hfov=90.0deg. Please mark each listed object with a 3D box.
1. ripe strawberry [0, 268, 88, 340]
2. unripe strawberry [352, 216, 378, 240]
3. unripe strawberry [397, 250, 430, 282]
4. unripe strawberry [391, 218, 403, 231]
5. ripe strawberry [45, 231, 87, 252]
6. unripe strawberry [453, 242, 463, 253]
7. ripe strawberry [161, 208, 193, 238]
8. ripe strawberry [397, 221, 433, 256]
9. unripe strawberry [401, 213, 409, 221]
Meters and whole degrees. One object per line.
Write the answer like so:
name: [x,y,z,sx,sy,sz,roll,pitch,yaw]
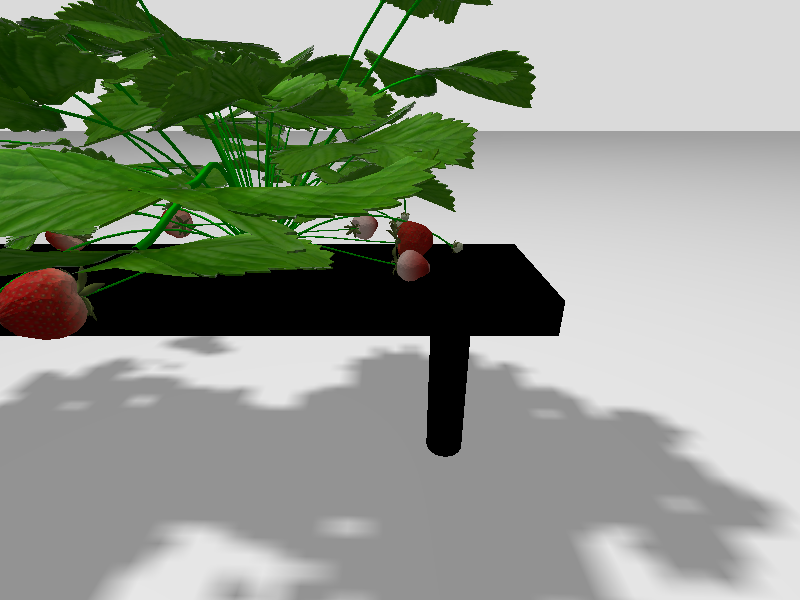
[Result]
ripe strawberry: [-0.215,0.004,0.240,0.038,0.043,0.041,16,30,31]
unripe strawberry: [-0.038,-0.084,0.448,0.029,0.031,0.032,22,32,39]
unripe strawberry: [0.012,-0.028,0.332,0.027,0.026,0.025,7,26,13]
unripe strawberry: [-0.002,-0.087,0.471,0.017,0.018,0.018,24,-16,42]
ripe strawberry: [-0.337,-0.064,0.402,0.035,0.034,0.032,2,25,11]
unripe strawberry: [0.058,-0.053,0.400,0.011,0.011,0.010,-1,25,-11]
ripe strawberry: [-0.255,-0.088,0.455,0.035,0.035,0.033,17,30,34]
ripe strawberry: [0.014,-0.056,0.377,0.036,0.037,0.033,-2,25,-6]
unripe strawberry: [0.006,-0.102,0.499,0.010,0.011,0.011,20,32,37]
